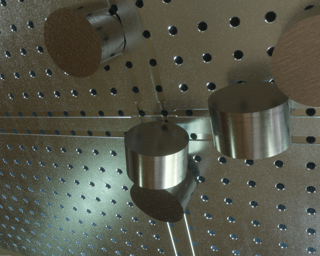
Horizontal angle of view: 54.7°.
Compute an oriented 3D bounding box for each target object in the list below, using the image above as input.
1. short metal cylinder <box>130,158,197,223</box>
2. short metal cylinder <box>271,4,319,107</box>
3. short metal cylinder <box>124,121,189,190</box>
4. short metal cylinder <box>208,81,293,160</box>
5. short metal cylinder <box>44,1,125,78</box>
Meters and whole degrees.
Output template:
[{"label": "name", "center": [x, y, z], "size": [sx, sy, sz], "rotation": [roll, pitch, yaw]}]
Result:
[{"label": "short metal cylinder", "center": [0.005, 0.087, 0.437], "size": [0.080, 0.050, 0.079], "rotation": [17, 134, 18]}, {"label": "short metal cylinder", "center": [0.145, -0.066, 0.278], "size": [0.080, 0.050, 0.079], "rotation": [13, 124, 20]}, {"label": "short metal cylinder", "center": [-0.004, 0.033, 0.397], "size": [0.080, 0.080, 0.050], "rotation": [13, 124, 20]}, {"label": "short metal cylinder", "center": [0.093, -0.010, 0.320], "size": [0.080, 0.080, 0.050], "rotation": [1, 119, 27]}, {"label": "short metal cylinder", "center": [-0.091, -0.107, 0.375], "size": [0.080, 0.050, 0.079], "rotation": [13, 124, 20]}]
